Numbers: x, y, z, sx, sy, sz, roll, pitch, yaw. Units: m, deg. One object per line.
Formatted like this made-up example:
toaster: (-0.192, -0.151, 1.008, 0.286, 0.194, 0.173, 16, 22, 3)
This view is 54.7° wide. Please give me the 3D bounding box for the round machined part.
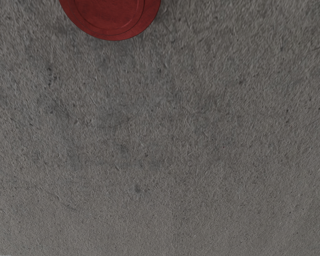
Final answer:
round machined part: (-0.047, -0.126, 0.288, 0.099, 0.042, 0.097, 0, 130, 0)
